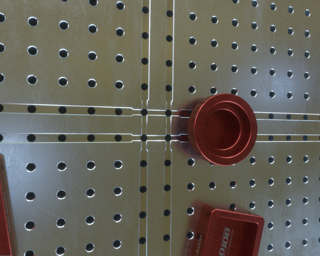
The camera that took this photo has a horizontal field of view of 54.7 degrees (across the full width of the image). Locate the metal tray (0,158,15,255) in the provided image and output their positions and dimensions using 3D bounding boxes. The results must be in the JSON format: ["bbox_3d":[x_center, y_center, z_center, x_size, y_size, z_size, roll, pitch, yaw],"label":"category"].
[{"bbox_3d":[-0.213,0.100,0.331,0.091,0.030,0.129,-8,93,-20],"label":"metal tray"}]

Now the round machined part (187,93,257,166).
[{"bbox_3d":[0.083,0.002,0.434,0.099,0.042,0.097,0,90,-20],"label":"round machined part"}]

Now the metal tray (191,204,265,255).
[{"bbox_3d":[0.093,0.182,0.444,0.091,0.030,0.129,15,85,-20],"label":"metal tray"}]
